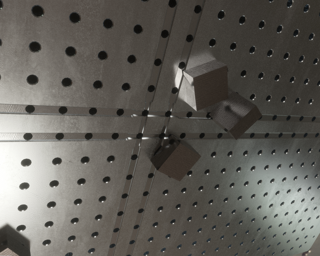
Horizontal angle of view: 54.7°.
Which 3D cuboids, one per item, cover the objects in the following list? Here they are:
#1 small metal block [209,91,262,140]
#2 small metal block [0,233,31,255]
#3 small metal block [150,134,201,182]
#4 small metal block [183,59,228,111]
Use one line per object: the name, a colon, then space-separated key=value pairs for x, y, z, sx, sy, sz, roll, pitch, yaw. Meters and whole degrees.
small metal block: x=0.108 y=-0.019 z=0.445 sx=0.050 sy=0.050 sz=0.025 roll=-44 pitch=130 yaw=2
small metal block: x=-0.207 y=0.173 z=0.406 sx=0.050 sy=0.025 sz=0.050 roll=-32 pitch=129 yaw=-8
small metal block: x=0.024 y=0.045 z=0.454 sx=0.050 sy=0.025 sz=0.050 roll=33 pitch=100 yaw=-39
small metal block: x=0.062 y=-0.057 z=0.412 sx=0.050 sy=0.025 sz=0.050 roll=-22 pitch=127 yaw=-15
